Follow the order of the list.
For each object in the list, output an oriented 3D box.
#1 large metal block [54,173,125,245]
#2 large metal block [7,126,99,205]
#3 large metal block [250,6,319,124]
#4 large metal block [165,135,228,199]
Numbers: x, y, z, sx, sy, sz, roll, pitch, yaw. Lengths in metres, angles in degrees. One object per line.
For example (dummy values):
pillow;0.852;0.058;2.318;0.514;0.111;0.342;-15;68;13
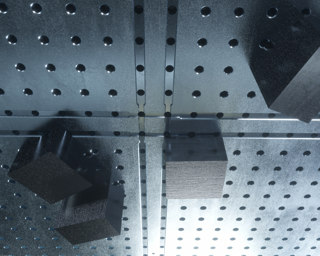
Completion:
large metal block;-0.105;0.125;0.481;0.080;0.080;0.050;-16;129;13
large metal block;-0.148;0.055;0.440;0.080;0.050;0.080;-27;126;20
large metal block;0.147;-0.066;0.322;0.050;0.080;0.079;18;128;-15
large metal block;0.048;0.057;0.445;0.081;0.050;0.079;-1;130;0
